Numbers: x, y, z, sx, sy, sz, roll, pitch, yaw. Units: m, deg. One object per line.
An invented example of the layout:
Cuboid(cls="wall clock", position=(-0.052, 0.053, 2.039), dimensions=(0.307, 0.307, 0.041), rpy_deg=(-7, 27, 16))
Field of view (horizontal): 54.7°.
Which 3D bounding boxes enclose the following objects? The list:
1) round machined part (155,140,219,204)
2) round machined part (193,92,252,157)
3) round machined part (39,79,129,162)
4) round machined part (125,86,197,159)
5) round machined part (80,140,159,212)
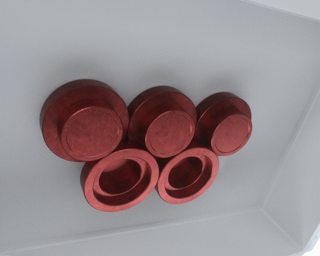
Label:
Cuboid(cls="round machined part", position=(0.032, 0.059, 0.449), dimensions=(0.099, 0.042, 0.097), rpy_deg=(-14, 124, -21))
Cuboid(cls="round machined part", position=(0.092, 0.001, 0.445), dimensions=(0.099, 0.042, 0.097), rpy_deg=(-13, 123, -21))
Cuboid(cls="round machined part", position=(-0.081, -0.002, 0.349), dimensions=(0.099, 0.042, 0.097), rpy_deg=(-14, 124, -22))
Cuboid(cls="round machined part", position=(0.005, -0.001, 0.397), dimensions=(0.099, 0.042, 0.097), rpy_deg=(-13, 123, -21))
Cuboid(cls="round machined part", position=(-0.054, 0.057, 0.401), dimensions=(0.099, 0.042, 0.097), rpy_deg=(-14, 124, -21))
